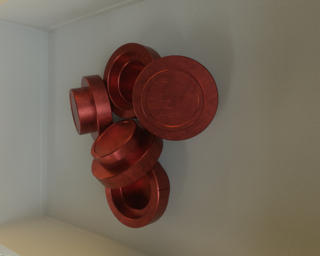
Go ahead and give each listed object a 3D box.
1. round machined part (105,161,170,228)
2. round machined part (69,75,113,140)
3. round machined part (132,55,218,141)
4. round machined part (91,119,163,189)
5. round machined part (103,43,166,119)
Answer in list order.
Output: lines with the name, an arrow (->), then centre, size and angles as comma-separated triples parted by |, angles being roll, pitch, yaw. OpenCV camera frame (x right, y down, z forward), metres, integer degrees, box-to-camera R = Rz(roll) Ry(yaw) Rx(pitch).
round machined part -> -0.025, 0.079, 0.414 | 0.098, 0.042, 0.097 | 0, 90, 40
round machined part -> -0.104, -0.026, 0.451 | 0.098, 0.042, 0.097 | 168, 90, -68
round machined part -> 0.016, -0.033, 0.351 | 0.098, 0.042, 0.097 | 2, 101, 9
round machined part -> -0.048, 0.026, 0.397 | 0.098, 0.098, 0.042 | -8, 129, 39
round machined part -> -0.029, -0.061, 0.416 | 0.098, 0.042, 0.097 | 0, 90, 40
